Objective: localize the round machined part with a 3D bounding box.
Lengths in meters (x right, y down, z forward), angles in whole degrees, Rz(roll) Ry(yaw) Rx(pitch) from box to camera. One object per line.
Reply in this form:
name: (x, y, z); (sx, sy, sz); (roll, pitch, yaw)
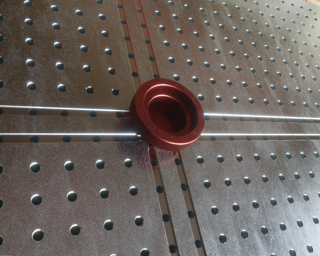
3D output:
round machined part: (0.006, -0.014, 0.407); (0.099, 0.042, 0.098); (13, 56, -21)
